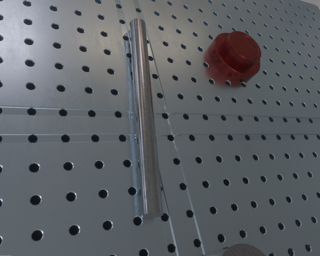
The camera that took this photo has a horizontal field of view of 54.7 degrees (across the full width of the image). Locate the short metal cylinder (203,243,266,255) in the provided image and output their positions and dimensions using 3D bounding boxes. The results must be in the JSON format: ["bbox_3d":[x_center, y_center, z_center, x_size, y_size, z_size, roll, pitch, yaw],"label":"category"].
[{"bbox_3d":[0.080,0.170,0.332,0.081,0.050,0.080,14,56,-21],"label":"short metal cylinder"}]

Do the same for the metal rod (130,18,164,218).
[{"bbox_3d":[-0.022,-0.033,0.416,0.025,0.025,0.299,8,58,-24],"label":"metal rod"}]

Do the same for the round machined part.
[{"bbox_3d":[0.141,-0.134,0.556,0.099,0.042,0.098,14,56,-21],"label":"round machined part"}]
